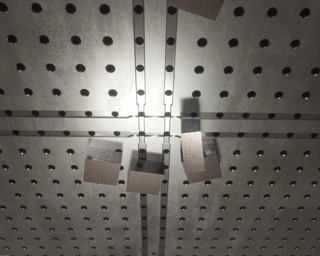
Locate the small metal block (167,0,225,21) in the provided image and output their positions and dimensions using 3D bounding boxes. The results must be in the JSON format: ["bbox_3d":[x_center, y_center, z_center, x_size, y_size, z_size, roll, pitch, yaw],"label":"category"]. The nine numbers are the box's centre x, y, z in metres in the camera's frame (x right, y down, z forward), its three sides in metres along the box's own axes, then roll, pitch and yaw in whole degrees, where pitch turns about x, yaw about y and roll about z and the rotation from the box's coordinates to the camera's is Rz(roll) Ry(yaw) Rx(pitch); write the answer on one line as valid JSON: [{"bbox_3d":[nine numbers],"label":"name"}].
[{"bbox_3d":[0.039,-0.138,0.295,0.050,0.025,0.050,14,129,-12],"label":"small metal block"}]

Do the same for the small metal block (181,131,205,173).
[{"bbox_3d":[0.043,0.030,0.408,0.025,0.050,0.050,-6,90,5],"label":"small metal block"}]

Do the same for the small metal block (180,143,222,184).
[{"bbox_3d":[0.061,0.053,0.458,0.050,0.025,0.050,-13,129,10],"label":"small metal block"}]

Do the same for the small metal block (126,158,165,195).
[{"bbox_3d":[-0.023,0.076,0.476,0.050,0.025,0.050,8,130,-8],"label":"small metal block"}]

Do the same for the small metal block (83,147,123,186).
[{"bbox_3d":[-0.085,0.057,0.459,0.050,0.025,0.050,9,130,-8],"label":"small metal block"}]
